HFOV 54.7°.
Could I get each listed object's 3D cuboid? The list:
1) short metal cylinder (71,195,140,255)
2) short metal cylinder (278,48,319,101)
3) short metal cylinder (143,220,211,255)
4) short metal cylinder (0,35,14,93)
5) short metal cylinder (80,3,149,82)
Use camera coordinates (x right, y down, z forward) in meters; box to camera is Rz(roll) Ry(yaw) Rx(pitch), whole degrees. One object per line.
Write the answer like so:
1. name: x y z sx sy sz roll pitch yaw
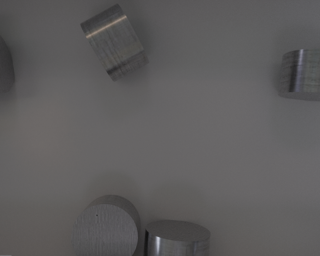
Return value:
1. short metal cylinder: -0.067 0.131 0.398 0.081 0.050 0.080 0 90 0
2. short metal cylinder: 0.193 -0.063 0.385 0.080 0.080 0.050 6 90 0
3. short metal cylinder: 0.020 0.151 0.384 0.080 0.080 0.050 5 89 0
4. short metal cylinder: -0.225 -0.080 0.382 0.050 0.080 0.080 -8 90 0
5. short metal cylinder: -0.055 -0.104 0.383 0.050 0.080 0.080 -29 90 0
